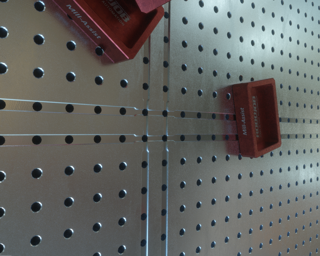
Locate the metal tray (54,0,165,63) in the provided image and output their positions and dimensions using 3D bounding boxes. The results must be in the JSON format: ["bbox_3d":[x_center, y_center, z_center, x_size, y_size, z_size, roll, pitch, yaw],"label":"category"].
[{"bbox_3d":[-0.062,-0.151,0.355,0.130,0.030,0.090,44,63,-31],"label":"metal tray"}]

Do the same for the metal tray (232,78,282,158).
[{"bbox_3d":[0.176,-0.020,0.556,0.091,0.030,0.129,-15,100,-39],"label":"metal tray"}]

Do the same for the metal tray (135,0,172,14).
[{"bbox_3d":[0.016,-0.197,0.336,0.130,0.030,0.090,-27,124,7],"label":"metal tray"}]
